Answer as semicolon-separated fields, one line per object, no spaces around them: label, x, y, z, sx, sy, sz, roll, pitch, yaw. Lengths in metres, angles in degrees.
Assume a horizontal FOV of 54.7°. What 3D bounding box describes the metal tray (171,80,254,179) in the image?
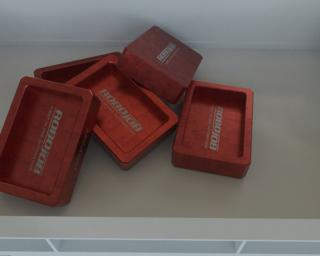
metal tray;0.071;-0.004;0.403;0.090;0.030;0.130;10;51;7

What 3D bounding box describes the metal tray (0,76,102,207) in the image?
metal tray;-0.130;0.014;0.349;0.090;0.030;0.129;13;79;10

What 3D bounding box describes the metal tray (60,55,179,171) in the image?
metal tray;-0.052;-0.023;0.390;0.090;0.030;0.130;-40;75;-21

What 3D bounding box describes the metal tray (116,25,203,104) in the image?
metal tray;0.005;-0.093;0.434;0.090;0.030;0.130;33;34;-3

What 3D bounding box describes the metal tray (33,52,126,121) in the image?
metal tray;-0.107;-0.061;0.449;0.131;0.030;0.090;-16;52;-14
